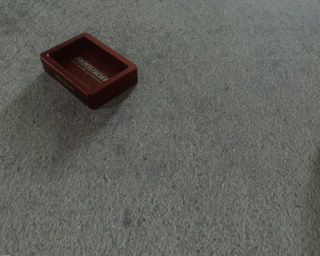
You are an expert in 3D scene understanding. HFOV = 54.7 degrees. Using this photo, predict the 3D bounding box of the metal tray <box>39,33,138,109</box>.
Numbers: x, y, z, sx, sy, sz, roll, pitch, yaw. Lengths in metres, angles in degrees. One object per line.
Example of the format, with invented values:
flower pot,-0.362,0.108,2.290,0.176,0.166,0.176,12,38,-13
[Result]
metal tray,-0.109,-0.092,0.476,0.130,0.030,0.091,37,59,27
